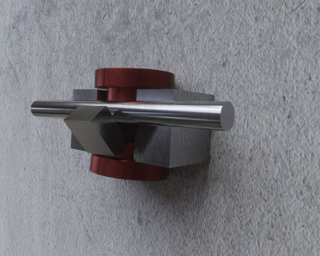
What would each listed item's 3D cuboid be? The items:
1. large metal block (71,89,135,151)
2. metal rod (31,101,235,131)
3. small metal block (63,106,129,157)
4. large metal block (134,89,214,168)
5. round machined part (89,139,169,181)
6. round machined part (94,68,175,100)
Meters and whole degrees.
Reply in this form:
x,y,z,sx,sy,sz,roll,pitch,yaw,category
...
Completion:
x,y,z,sx,sy,sz,roll,pitch,yaw,category
-0.073,-0.010,0.431,0.050,0.081,0.079,6,94,40,large metal block
-0.059,-0.019,0.351,0.300,0.025,0.025,5,93,40,metal rod
-0.071,0.003,0.343,0.050,0.025,0.050,2,132,41,small metal block
0.018,-0.001,0.356,0.050,0.081,0.079,5,93,40,large metal block
-0.036,0.036,0.388,0.098,0.099,0.042,6,89,40,round machined part
-0.031,-0.047,0.385,0.098,0.099,0.042,5,94,40,round machined part
